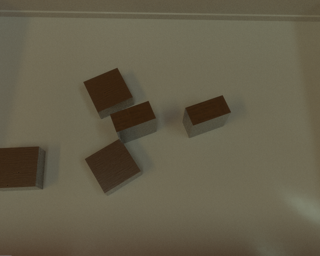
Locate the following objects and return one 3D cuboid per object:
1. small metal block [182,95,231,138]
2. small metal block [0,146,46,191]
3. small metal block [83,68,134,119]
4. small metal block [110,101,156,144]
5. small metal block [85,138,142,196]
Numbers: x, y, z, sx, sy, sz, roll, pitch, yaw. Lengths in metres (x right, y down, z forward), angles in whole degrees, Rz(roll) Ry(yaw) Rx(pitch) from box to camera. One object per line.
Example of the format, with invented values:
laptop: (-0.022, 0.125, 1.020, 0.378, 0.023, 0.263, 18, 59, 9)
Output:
small metal block: (0.059, -0.014, 0.402, 0.050, 0.050, 0.025, -19, 72, -7)
small metal block: (-0.175, 0.052, 0.389, 0.050, 0.025, 0.050, -2, 70, -1)
small metal block: (-0.070, -0.047, 0.426, 0.050, 0.025, 0.050, -25, 72, -9)
small metal block: (-0.033, -0.006, 0.398, 0.050, 0.050, 0.025, -20, 71, -8)
small metal block: (-0.058, 0.050, 0.391, 0.050, 0.025, 0.050, -31, 73, -11)
